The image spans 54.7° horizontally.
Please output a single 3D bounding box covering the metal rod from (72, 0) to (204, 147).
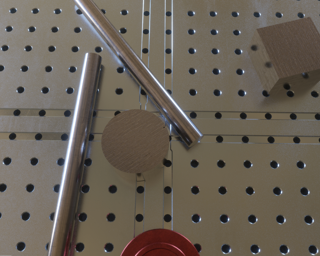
[{"bbox_3d":[-0.041,-0.096,0.446,0.025,0.025,0.300,-34,74,-12],"label":"metal rod"}]

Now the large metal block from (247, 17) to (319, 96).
[{"bbox_3d":[0.181,-0.101,0.438,0.081,0.050,0.080,-14,71,-6],"label":"large metal block"}]

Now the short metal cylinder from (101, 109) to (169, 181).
[{"bbox_3d":[-0.029,0.023,0.390,0.081,0.050,0.080,0,70,0],"label":"short metal cylinder"}]

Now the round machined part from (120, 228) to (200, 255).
[{"bbox_3d":[0.000,0.163,0.343,0.099,0.042,0.098,0,70,-1],"label":"round machined part"}]

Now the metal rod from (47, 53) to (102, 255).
[{"bbox_3d":[-0.108,0.038,0.396,0.025,0.025,0.299,4,70,1],"label":"metal rod"}]
